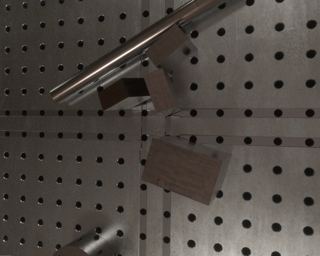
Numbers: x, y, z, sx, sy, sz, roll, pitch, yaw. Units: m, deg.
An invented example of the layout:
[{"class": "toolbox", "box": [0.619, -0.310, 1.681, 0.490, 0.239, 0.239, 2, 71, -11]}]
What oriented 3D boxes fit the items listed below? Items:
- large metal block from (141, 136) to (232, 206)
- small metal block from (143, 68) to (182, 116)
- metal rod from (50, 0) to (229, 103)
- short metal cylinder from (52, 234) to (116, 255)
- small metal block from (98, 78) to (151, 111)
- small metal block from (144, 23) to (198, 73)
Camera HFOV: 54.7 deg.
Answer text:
[{"class": "large metal block", "box": [0.035, 0.046, 0.370, 0.080, 0.080, 0.050, 18, 96, 19]}, {"class": "small metal block", "box": [0.005, -0.044, 0.396, 0.025, 0.050, 0.050, -20, 84, 11]}, {"class": "metal rod", "box": [-0.028, -0.114, 0.421, 0.300, 0.025, 0.025, -27, 81, 17]}, {"class": "short metal cylinder", "box": [-0.108, 0.197, 0.436, 0.080, 0.050, 0.079, 0, 90, 19]}, {"class": "small metal block", "box": [-0.044, -0.044, 0.406, 0.050, 0.050, 0.025, -23, 82, 39]}, {"class": "small metal block", "box": [0.015, -0.099, 0.393, 0.050, 0.050, 0.025, -39, 78, 15]}]
